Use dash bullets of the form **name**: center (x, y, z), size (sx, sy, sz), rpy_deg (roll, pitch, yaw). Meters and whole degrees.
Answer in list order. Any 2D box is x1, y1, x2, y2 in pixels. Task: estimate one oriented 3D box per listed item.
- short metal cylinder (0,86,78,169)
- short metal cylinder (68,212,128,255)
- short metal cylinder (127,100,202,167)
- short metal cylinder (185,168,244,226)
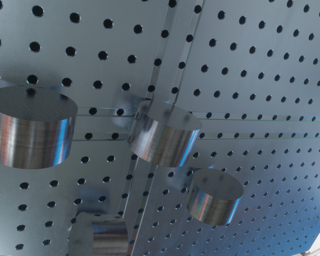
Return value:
- **short metal cylinder**: center (-0.126, -0.003, 0.306), size (0.081, 0.080, 0.050), rpy_deg (3, 117, -30)
- **short metal cylinder**: center (-0.087, 0.158, 0.427), size (0.050, 0.080, 0.080), rpy_deg (14, 111, -35)
- **short metal cylinder**: center (0.005, 0.005, 0.383), size (0.081, 0.080, 0.050), rpy_deg (6, 116, -31)
- **short metal cylinder**: center (0.085, 0.107, 0.491), size (0.081, 0.080, 0.050), rpy_deg (-1, 119, -29)
